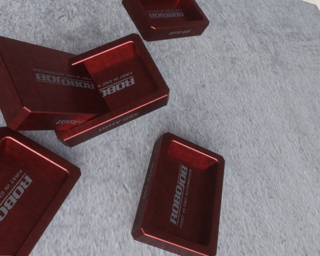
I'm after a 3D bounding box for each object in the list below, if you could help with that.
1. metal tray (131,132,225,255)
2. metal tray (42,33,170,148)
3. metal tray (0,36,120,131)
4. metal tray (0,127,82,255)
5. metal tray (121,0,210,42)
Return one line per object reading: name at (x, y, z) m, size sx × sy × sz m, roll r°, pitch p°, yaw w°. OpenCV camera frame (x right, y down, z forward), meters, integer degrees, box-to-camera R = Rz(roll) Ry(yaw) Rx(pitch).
metal tray at (0.027, 0.078, 0.368) m, size 0.090 × 0.030 × 0.130 m, roll 24°, pitch 53°, yaw -14°
metal tray at (-0.066, -0.045, 0.357) m, size 0.131 × 0.030 × 0.090 m, roll -25°, pitch 74°, yaw -9°
metal tray at (-0.109, -0.043, 0.333) m, size 0.131 × 0.030 × 0.090 m, roll -1°, pitch 56°, yaw -57°
metal tray at (-0.144, 0.071, 0.279) m, size 0.090 × 0.030 × 0.130 m, roll 33°, pitch 51°, yaw -7°
metal tray at (0.012, -0.197, 0.529) m, size 0.131 × 0.030 × 0.090 m, roll -19°, pitch 72°, yaw -35°
